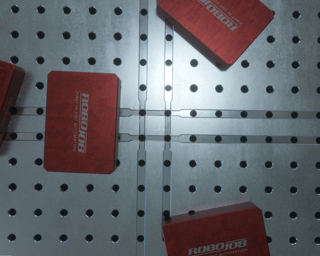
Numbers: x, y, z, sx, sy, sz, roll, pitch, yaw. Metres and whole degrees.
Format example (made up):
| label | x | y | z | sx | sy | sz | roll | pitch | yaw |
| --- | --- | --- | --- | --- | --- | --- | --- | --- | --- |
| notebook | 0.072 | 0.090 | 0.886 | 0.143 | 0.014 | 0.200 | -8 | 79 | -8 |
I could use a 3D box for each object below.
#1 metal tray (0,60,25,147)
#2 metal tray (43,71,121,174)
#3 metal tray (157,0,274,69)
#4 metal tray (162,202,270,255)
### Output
| label | x | y | z | sx | sy | sz | roll | pitch | yaw |
| --- | --- | --- | --- | --- | --- | --- | --- | --- | --- |
| metal tray | -0.246 | -0.032 | 0.407 | 0.090 | 0.030 | 0.129 | 18 | 90 | -1 |
| metal tray | -0.101 | -0.007 | 0.410 | 0.091 | 0.030 | 0.129 | 3 | 90 | -1 |
| metal tray | 0.071 | -0.154 | 0.412 | 0.130 | 0.030 | 0.090 | 41 | 90 | -1 |
| metal tray | 0.074 | 0.156 | 0.412 | 0.131 | 0.030 | 0.089 | -11 | 90 | -1 |
